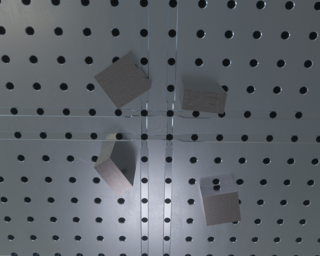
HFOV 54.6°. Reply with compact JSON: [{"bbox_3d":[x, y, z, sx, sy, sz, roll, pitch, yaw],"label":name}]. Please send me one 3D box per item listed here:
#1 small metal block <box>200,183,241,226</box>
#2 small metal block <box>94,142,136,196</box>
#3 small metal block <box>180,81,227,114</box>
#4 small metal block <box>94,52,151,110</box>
[{"bbox_3d":[0.089,0.112,0.455,0.050,0.025,0.050,-10,110,3],"label":"small metal block"},{"bbox_3d":[-0.059,0.054,0.420,0.025,0.050,0.050,-32,107,11],"label":"small metal block"},{"bbox_3d":[0.052,-0.039,0.386,0.050,0.050,0.025,6,110,-2],"label":"small metal block"},{"bbox_3d":[-0.046,-0.060,0.391,0.050,0.025,0.050,-32,107,11],"label":"small metal block"}]
